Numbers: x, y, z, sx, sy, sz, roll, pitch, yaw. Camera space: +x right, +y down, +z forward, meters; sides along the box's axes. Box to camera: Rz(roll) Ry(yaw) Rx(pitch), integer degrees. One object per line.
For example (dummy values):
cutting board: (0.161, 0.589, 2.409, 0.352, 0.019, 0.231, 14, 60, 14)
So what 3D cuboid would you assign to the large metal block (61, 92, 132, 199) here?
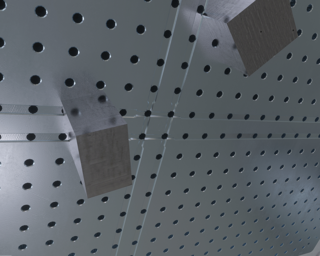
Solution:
large metal block: (-0.071, 0.016, 0.346, 0.050, 0.080, 0.080, -14, 124, -20)

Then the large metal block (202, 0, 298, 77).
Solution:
large metal block: (0.111, -0.125, 0.378, 0.080, 0.050, 0.080, -39, 129, -2)
